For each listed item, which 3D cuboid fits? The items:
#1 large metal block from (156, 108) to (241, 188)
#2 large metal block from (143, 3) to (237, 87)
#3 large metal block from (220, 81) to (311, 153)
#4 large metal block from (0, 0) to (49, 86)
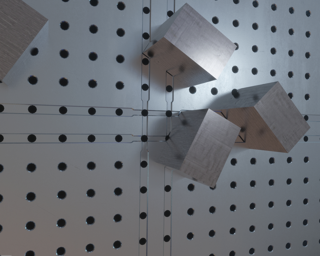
[{"bbox_3d":[0.047,0.024,0.400,0.050,0.080,0.080,30,80,-18],"label":"large metal block"},{"bbox_3d":[0.035,-0.100,0.396,0.080,0.080,0.050,35,79,-17],"label":"large metal block"},{"bbox_3d":[0.145,-0.014,0.436,0.050,0.080,0.080,-44,104,-15],"label":"large metal block"},{"bbox_3d":[-0.179,-0.104,0.333,0.080,0.050,0.080,35,79,-17],"label":"large metal block"}]
